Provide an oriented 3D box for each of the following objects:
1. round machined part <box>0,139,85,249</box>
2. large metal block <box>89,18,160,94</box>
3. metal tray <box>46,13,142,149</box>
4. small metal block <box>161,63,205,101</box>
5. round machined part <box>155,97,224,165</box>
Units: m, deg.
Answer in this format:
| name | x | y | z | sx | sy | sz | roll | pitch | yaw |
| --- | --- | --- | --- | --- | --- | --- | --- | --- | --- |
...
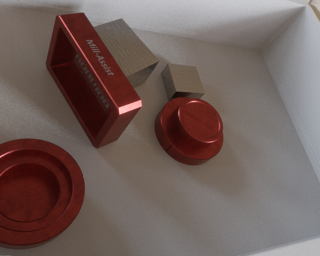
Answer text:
| name | x | y | z | sx | sy | sz | roll | pitch | yaw |
| --- | --- | --- | --- | --- | --- | --- | --- | --- | --- |
| round machined part | -0.124 | 0.062 | 0.290 | 0.099 | 0.042 | 0.098 | 14 | 56 | -21 |
| large metal block | -0.063 | -0.090 | 0.412 | 0.081 | 0.050 | 0.080 | -35 | 82 | -39 |
| metal tray | -0.081 | -0.052 | 0.352 | 0.030 | 0.090 | 0.130 | -24 | 75 | -37 |
| small metal block | 0.034 | -0.068 | 0.467 | 0.050 | 0.025 | 0.050 | 0 | 62 | -29 |
| round machined part | 0.046 | -0.002 | 0.423 | 0.099 | 0.042 | 0.098 | 14 | 56 | -21 |
